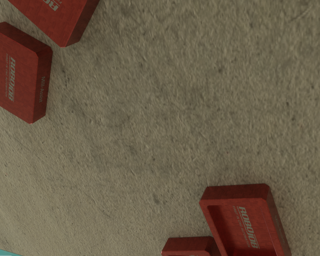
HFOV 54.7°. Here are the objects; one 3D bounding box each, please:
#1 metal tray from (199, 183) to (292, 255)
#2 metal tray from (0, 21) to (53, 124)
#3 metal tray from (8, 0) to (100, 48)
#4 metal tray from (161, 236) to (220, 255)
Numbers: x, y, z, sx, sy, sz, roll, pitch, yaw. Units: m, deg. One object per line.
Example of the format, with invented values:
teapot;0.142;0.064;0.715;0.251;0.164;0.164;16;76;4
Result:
metal tray;0.118;0.139;0.426;0.090;0.030;0.129;-11;113;32
metal tray;-0.213;-0.079;0.464;0.090;0.030;0.129;30;128;8
metal tray;-0.139;-0.172;0.368;0.130;0.030;0.090;42;129;-1
metal tray;0.070;0.240;0.513;0.090;0.030;0.130;-17;110;34
